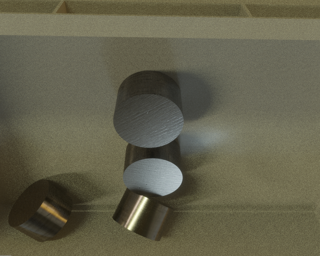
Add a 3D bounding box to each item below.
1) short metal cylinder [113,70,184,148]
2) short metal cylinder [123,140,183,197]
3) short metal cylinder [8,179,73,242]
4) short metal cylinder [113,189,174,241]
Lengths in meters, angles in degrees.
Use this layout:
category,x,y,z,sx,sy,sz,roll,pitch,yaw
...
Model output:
category,x,y,z,sx,sy,sz,roll,pitch,yaw
short metal cylinder,-0.013,-0.022,0.374,0.081,0.050,0.079,0,130,0
short metal cylinder,-0.010,0.053,0.438,0.081,0.050,0.079,0,130,0
short metal cylinder,-0.183,0.127,0.478,0.080,0.080,0.050,-27,125,20
short metal cylinder,-0.025,0.130,0.474,0.080,0.080,0.050,30,79,-24
